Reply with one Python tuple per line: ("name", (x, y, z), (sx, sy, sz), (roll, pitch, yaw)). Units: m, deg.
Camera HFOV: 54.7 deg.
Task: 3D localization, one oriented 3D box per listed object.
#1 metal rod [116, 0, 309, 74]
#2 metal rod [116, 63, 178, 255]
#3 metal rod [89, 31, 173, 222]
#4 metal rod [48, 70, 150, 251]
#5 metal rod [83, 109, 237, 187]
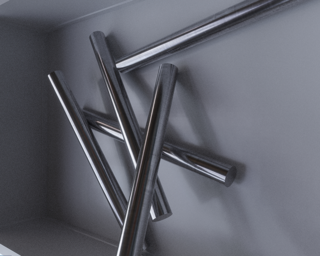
("metal rod", (0.059, -0.116, 0.358), (0.300, 0.025, 0.025), (-12, 82, 39))
("metal rod", (-0.017, 0.058, 0.340), (0.025, 0.025, 0.299), (-9, 59, 39))
("metal rod", (-0.048, -0.021, 0.421), (0.025, 0.025, 0.299), (-41, 57, 32))
("metal rod", (-0.097, 0.042, 0.462), (0.025, 0.025, 0.299), (-38, 74, 33))
("metal rod", (-0.033, 0.015, 0.434), (0.300, 0.025, 0.025), (19, 102, 38))
